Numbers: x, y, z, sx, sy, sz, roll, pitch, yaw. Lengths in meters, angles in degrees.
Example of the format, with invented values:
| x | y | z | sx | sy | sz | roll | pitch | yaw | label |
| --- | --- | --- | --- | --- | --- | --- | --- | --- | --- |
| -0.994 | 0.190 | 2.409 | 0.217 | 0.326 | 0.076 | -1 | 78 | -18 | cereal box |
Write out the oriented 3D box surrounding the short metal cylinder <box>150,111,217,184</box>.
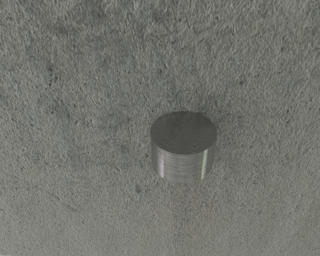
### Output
| x | y | z | sx | sy | sz | roll | pitch | yaw | label |
| --- | --- | --- | --- | --- | --- | --- | --- | --- | --- |
| 0.029 | 0.023 | 0.390 | 0.080 | 0.080 | 0.050 | -1 | 130 | 0 | short metal cylinder |
